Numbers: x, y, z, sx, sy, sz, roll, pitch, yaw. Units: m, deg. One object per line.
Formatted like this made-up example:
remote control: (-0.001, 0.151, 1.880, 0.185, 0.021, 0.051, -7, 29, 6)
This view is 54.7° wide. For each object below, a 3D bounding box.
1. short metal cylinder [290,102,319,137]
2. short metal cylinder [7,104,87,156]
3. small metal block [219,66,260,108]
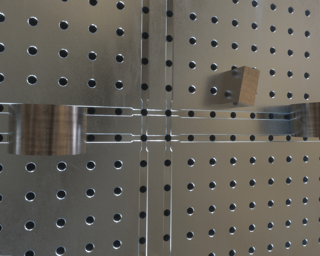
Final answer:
short metal cylinder: (0.243, -0.013, 0.473, 0.081, 0.080, 0.050, -3, 91, -20)
short metal cylinder: (-0.122, 0.002, 0.339, 0.081, 0.080, 0.050, 2, 90, -20)
small metal block: (0.112, -0.057, 0.441, 0.025, 0.050, 0.050, 12, 86, -20)
